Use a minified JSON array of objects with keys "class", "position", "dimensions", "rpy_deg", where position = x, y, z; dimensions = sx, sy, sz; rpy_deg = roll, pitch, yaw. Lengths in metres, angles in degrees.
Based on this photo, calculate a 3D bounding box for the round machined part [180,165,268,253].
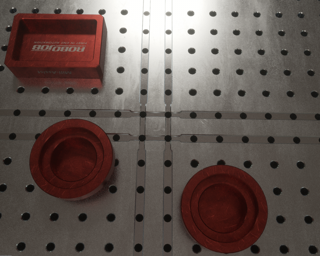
[{"class":"round machined part","position":[0.072,0.096,0.369],"dimensions":[0.099,0.042,0.098],"rpy_deg":[0,70,-1]}]

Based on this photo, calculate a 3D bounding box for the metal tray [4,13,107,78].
[{"class":"metal tray","position":[-0.147,-0.120,0.451],"dimensions":[0.131,0.030,0.090],"rpy_deg":[1,70,0]}]

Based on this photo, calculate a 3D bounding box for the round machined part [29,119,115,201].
[{"class":"round machined part","position":[-0.105,0.041,0.386],"dimensions":[0.099,0.042,0.098],"rpy_deg":[0,70,-1]}]
